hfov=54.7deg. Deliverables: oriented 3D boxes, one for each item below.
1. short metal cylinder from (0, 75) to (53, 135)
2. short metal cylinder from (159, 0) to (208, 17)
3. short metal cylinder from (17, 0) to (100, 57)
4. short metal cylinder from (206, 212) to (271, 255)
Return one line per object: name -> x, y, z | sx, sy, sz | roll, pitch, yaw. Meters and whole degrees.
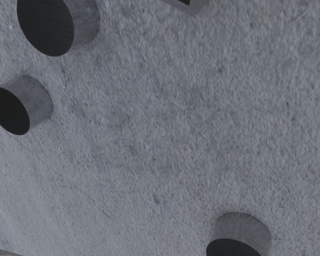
short metal cylinder -> -0.215, -0.036, 0.479 | 0.080, 0.050, 0.079 | 13, 124, 20
short metal cylinder -> 0.024, -0.146, 0.268 | 0.050, 0.080, 0.079 | 31, 128, 8
short metal cylinder -> -0.120, -0.132, 0.371 | 0.080, 0.050, 0.079 | 13, 124, 20
short metal cylinder -> 0.111, 0.166, 0.434 | 0.080, 0.050, 0.079 | 13, 124, 20
